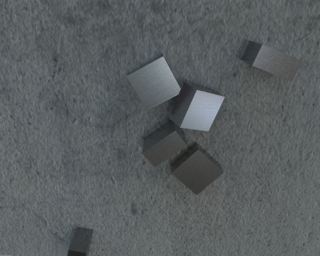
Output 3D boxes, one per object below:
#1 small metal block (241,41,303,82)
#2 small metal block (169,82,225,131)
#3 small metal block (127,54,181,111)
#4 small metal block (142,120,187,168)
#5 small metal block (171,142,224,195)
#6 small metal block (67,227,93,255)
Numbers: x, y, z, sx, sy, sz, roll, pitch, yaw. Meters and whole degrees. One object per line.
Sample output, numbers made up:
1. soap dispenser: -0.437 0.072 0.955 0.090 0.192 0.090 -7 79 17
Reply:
1. small metal block: 0.131 -0.081 0.369 0.050 0.050 0.025 20 109 -8
2. small metal block: 0.046 -0.026 0.389 0.050 0.025 0.050 7 114 -39
3. small metal block: -0.006 -0.057 0.389 0.050 0.025 0.050 -27 108 9
4. small metal block: 0.006 0.018 0.403 0.050 0.050 0.025 -35 107 11
5. small metal block: 0.051 0.057 0.432 0.050 0.025 0.050 43 104 -15
6. small metal block: -0.121 0.186 0.464 0.025 0.050 0.050 12 110 -5
